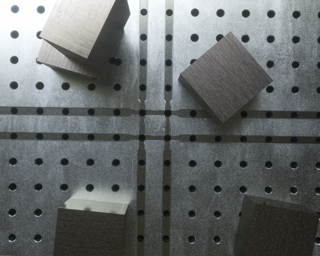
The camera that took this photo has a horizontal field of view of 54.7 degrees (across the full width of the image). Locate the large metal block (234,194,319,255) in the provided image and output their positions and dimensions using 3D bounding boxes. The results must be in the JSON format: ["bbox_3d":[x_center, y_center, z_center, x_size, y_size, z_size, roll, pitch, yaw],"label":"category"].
[{"bbox_3d":[0.149,0.138,0.403,0.080,0.050,0.080,11,90,-1],"label":"large metal block"}]

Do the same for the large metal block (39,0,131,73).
[{"bbox_3d":[-0.075,-0.113,0.335,0.050,0.080,0.080,26,90,-1],"label":"large metal block"}]

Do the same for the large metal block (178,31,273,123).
[{"bbox_3d":[0.082,-0.062,0.402,0.080,0.050,0.080,-40,91,0],"label":"large metal block"}]

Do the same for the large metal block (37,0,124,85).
[{"bbox_3d":[-0.099,-0.108,0.400,0.080,0.050,0.080,17,90,-1],"label":"large metal block"}]

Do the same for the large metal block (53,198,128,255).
[{"bbox_3d":[-0.087,0.140,0.400,0.081,0.050,0.079,6,90,-1],"label":"large metal block"}]
